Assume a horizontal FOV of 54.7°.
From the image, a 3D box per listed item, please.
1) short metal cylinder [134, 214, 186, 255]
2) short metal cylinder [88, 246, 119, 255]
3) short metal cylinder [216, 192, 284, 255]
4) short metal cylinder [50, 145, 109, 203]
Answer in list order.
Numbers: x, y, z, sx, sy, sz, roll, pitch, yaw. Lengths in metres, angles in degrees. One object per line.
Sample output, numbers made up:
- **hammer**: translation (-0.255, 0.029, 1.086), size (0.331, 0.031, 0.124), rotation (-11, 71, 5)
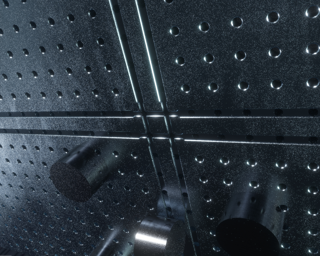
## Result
- **short metal cylinder**: translation (0.002, 0.181, 0.487), size (0.050, 0.080, 0.079), rotation (4, 120, 26)
- **short metal cylinder**: translation (-0.119, 0.292, 0.638), size (0.080, 0.050, 0.079), rotation (13, 124, 20)
- **short metal cylinder**: translation (0.121, 0.133, 0.414), size (0.080, 0.050, 0.079), rotation (13, 124, 21)
- **short metal cylinder**: translation (-0.132, 0.076, 0.512), size (0.080, 0.050, 0.079), rotation (13, 124, 21)
